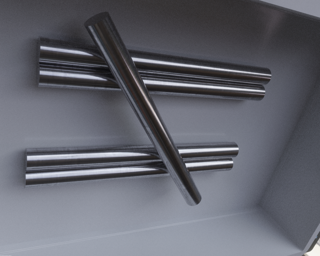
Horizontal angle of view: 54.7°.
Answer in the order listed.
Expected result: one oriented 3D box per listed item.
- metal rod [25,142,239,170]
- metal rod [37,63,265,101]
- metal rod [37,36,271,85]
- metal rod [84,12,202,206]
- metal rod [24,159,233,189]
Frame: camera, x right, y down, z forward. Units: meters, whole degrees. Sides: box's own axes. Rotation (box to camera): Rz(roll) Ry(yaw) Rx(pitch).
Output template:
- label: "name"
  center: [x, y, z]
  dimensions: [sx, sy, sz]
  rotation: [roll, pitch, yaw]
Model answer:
- label: "metal rod"
  center: [-0.017, 0.035, 0.418]
  dimensions: [0.303, 0.025, 0.025]
  rotation: [0, 119, -29]
- label: "metal rod"
  center: [0.012, -0.053, 0.380]
  dimensions: [0.303, 0.025, 0.025]
  rotation: [0, 118, -29]
- label: "metal rod"
  center: [0.016, -0.074, 0.369]
  dimensions: [0.303, 0.025, 0.025]
  rotation: [0, 118, -29]
- label: "metal rod"
  center: [-0.004, 0.004, 0.375]
  dimensions: [0.025, 0.025, 0.299]
  rotation: [-33, 129, -7]
- label: "metal rod"
  center: [-0.023, 0.057, 0.429]
  dimensions: [0.303, 0.025, 0.025]
  rotation: [0, 119, -29]
